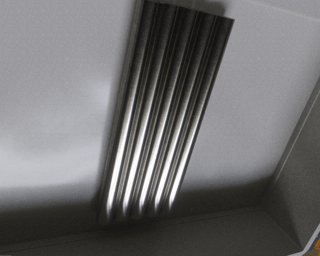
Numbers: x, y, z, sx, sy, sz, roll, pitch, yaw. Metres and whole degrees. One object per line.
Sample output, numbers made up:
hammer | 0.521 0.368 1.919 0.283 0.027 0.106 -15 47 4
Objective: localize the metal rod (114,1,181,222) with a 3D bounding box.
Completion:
metal rod | -0.024 -0.002 0.392 0.025 0.025 0.298 0 118 -29

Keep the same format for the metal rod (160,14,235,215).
metal rod | 0.043 -0.001 0.430 0.025 0.025 0.298 0 118 -29

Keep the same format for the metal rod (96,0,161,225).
metal rod | -0.045 -0.001 0.381 0.025 0.025 0.298 0 118 -29

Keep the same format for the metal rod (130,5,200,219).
metal rod | -0.002 -0.002 0.405 0.025 0.025 0.298 0 118 -29

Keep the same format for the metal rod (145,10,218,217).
metal rod | 0.021 -0.001 0.417 0.025 0.025 0.298 0 118 -29
